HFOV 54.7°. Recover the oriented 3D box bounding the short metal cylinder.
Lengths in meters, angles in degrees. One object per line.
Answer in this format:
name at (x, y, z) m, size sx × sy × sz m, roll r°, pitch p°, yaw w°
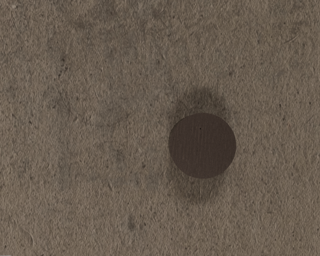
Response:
short metal cylinder at (0.052, 0.021, 0.398) m, size 0.081 × 0.050 × 0.079 m, roll 0°, pitch 90°, yaw -1°
